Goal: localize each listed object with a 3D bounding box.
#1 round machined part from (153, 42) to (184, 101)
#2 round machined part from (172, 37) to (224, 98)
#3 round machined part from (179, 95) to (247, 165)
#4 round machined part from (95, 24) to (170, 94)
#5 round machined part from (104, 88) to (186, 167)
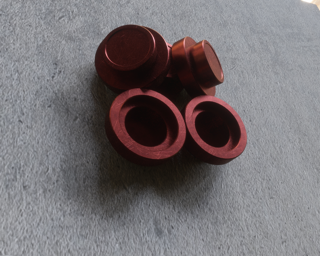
[{"bbox_3d":[-0.003,-0.088,0.447,0.099,0.042,0.098,14,56,-21],"label":"round machined part"},{"bbox_3d":[0.061,-0.090,0.456,0.098,0.042,0.098,41,38,-42],"label":"round machined part"},{"bbox_3d":[0.067,0.006,0.428,0.099,0.042,0.098,14,56,-21],"label":"round machined part"},{"bbox_3d":[-0.037,-0.094,0.402,0.099,0.042,0.098,-2,69,6],"label":"round machined part"},{"bbox_3d":[-0.021,0.003,0.383,0.099,0.042,0.098,14,56,-21],"label":"round machined part"}]
